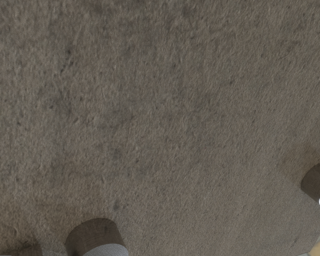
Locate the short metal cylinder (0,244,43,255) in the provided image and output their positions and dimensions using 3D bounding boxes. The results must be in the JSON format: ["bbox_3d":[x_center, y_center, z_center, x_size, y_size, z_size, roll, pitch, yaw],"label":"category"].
[{"bbox_3d":[-0.175,0.197,0.398,0.050,0.080,0.079,-7,122,-25],"label":"short metal cylinder"}]

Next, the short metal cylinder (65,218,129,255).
[{"bbox_3d":[-0.093,0.180,0.453,0.081,0.050,0.079,-14,125,-21],"label":"short metal cylinder"}]

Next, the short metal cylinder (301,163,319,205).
[{"bbox_3d":[0.351,0.120,0.661,0.081,0.050,0.079,-14,125,-21],"label":"short metal cylinder"}]
